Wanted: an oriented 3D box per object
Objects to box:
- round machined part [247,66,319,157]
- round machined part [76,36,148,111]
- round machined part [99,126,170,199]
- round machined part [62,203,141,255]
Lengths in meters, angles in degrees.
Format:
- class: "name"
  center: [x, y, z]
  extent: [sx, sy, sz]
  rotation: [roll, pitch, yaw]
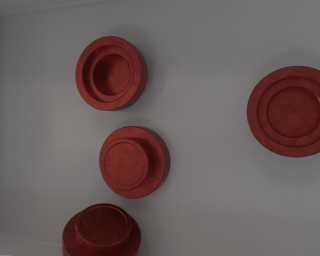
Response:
- class: "round machined part"
  center: [0.150, -0.018, 0.348]
  extent: [0.098, 0.042, 0.097]
  rotation: [0, 90, 20]
- class: "round machined part"
  center: [-0.062, -0.071, 0.423]
  extent: [0.098, 0.042, 0.097]
  rotation: [0, 90, 20]
- class: "round machined part"
  center: [-0.039, 0.046, 0.415]
  extent: [0.098, 0.042, 0.097]
  rotation: [0, 90, 20]
- class: "round machined part"
  center: [-0.072, 0.135, 0.393]
  extent: [0.098, 0.099, 0.042]
  rotation: [23, 122, 18]
